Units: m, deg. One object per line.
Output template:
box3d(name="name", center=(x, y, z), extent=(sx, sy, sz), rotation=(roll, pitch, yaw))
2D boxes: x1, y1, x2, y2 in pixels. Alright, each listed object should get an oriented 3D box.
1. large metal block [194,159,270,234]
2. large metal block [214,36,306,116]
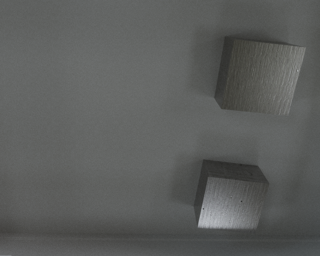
box3d(name="large metal block", center=(0.096, 0.095, 0.434), extent=(0.081, 0.050, 0.079), rotation=(7, 110, -3))
box3d(name="large metal block", center=(0.116, -0.064, 0.375), extent=(0.081, 0.050, 0.079), rotation=(6, 110, -2))
